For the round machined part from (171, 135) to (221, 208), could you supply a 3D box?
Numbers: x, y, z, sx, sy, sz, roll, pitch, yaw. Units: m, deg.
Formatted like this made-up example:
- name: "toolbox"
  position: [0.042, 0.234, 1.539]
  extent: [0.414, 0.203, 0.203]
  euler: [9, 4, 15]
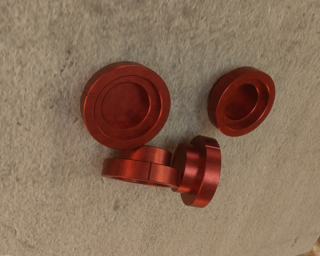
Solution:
- name: "round machined part"
  position: [0.043, 0.057, 0.425]
  extent: [0.042, 0.098, 0.097]
  euler: [13, 113, -12]

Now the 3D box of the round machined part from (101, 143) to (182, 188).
- name: "round machined part"
  position: [-0.021, 0.047, 0.391]
  extent: [0.099, 0.098, 0.042]
  euler: [19, 73, -36]

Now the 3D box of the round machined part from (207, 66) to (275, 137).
- name: "round machined part"
  position: [0.108, -0.040, 0.432]
  extent: [0.099, 0.042, 0.097]
  euler: [-14, 125, -21]

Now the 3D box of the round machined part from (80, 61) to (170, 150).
- name: "round machined part"
  position: [-0.041, -0.028, 0.353]
  extent: [0.099, 0.042, 0.097]
  euler: [-11, 117, -21]
